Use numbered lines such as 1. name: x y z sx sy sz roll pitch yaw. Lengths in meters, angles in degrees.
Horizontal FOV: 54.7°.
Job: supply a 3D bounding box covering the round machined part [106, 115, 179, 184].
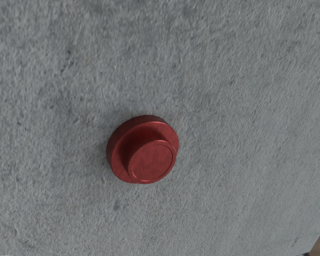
1. round machined part: -0.018 0.035 0.410 0.099 0.042 0.097 -14 125 -21
